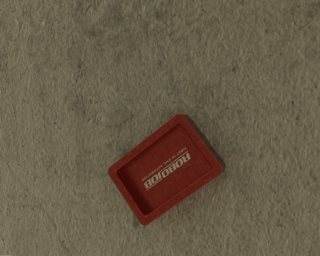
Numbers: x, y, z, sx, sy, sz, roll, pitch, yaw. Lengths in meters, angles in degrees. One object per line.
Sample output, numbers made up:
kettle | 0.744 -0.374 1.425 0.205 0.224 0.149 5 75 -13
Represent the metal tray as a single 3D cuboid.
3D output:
metal tray | 0.007 0.054 0.404 0.130 0.030 0.090 -39 78 16
